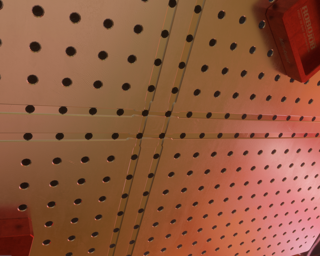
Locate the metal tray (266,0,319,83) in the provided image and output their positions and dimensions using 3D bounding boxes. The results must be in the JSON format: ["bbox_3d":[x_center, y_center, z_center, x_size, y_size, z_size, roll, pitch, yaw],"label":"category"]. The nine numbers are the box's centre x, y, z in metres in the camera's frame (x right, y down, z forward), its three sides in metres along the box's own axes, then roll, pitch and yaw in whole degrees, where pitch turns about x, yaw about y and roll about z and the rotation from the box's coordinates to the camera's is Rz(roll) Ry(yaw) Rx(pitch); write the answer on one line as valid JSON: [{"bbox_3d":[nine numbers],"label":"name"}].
[{"bbox_3d":[0.211,-0.139,0.439,0.090,0.030,0.130,-41,130,-1],"label":"metal tray"}]

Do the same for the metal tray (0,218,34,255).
[{"bbox_3d":[-0.233,0.158,0.379,0.131,0.030,0.089,7,115,-32],"label":"metal tray"}]
